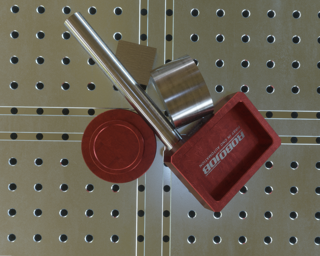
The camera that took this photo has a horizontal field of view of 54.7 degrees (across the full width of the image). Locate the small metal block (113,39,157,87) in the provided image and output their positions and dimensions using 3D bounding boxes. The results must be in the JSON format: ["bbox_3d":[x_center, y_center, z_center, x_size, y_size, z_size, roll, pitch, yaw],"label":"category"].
[{"bbox_3d":[-0.034,-0.085,0.413,0.050,0.025,0.050,13,90,-1],"label":"small metal block"}]

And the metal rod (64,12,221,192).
[{"bbox_3d":[-0.012,-0.018,0.396,0.025,0.025,0.300,-40,98,0],"label":"metal rod"}]

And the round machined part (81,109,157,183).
[{"bbox_3d":[-0.054,0.024,0.403,0.099,0.042,0.097,0,90,-1],"label":"round machined part"}]

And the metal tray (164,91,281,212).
[{"bbox_3d":[0.081,0.028,0.391,0.130,0.030,0.090,-43,98,-16],"label":"metal tray"}]

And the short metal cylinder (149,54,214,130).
[{"bbox_3d":[0.026,-0.044,0.386,0.050,0.080,0.080,-25,90,0],"label":"short metal cylinder"}]
